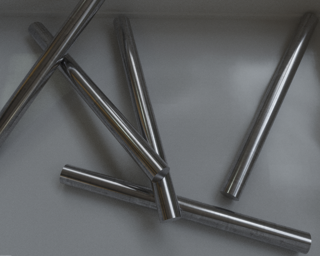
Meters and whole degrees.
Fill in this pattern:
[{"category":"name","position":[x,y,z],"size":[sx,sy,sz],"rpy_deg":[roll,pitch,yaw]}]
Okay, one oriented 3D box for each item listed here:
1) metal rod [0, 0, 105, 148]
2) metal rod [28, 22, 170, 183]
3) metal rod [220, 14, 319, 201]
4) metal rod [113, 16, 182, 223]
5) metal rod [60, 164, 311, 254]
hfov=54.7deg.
[{"category":"metal rod","position":[-0.156,-0.068,0.399],"size":[0.025,0.025,0.300],"rpy_deg":[33,86,11]},{"category":"metal rod","position":[-0.092,-0.048,0.400],"size":[0.025,0.025,0.300],"rpy_deg":[-37,65,-12]},{"category":"metal rod","position":[0.156,-0.040,0.425],"size":[0.025,0.025,0.300],"rpy_deg":[27,72,9]},{"category":"metal rod","position":[-0.023,-0.029,0.405],"size":[0.025,0.025,0.299],"rpy_deg":[-13,65,-5]},{"category":"metal rod","position":[0.026,0.096,0.374],"size":[0.301,0.025,0.025],"rpy_deg":[15,71,5]}]
